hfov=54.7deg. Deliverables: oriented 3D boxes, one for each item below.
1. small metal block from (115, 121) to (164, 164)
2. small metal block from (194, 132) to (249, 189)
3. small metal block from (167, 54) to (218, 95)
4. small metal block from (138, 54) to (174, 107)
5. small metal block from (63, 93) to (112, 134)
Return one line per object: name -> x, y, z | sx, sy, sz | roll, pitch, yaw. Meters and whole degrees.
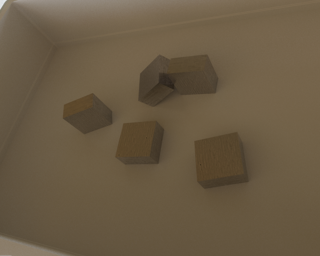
small metal block -> -0.026, 0.020, 0.407 | 0.050, 0.025, 0.050 | -4, 60, 26
small metal block -> 0.068, 0.037, 0.347 | 0.050, 0.025, 0.050 | -13, 56, 20
small metal block -> 0.044, -0.069, 0.409 | 0.050, 0.050, 0.025 | 0, 62, 28
small metal block -> -0.005, -0.066, 0.435 | 0.050, 0.025, 0.050 | -35, 44, 45
small metal block -> -0.106, -0.020, 0.458 | 0.050, 0.050, 0.025 | -19, 55, 17
